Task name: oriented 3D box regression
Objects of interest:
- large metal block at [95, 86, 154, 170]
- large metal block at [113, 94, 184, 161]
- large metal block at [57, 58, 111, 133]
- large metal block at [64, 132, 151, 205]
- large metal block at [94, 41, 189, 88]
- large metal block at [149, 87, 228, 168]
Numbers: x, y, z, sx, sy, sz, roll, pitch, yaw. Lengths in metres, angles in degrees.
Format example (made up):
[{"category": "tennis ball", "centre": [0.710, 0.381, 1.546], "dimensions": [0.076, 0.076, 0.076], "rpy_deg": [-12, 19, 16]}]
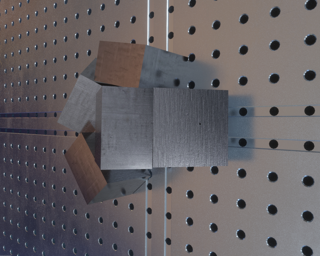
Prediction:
[{"category": "large metal block", "centre": [-0.042, 0.000, 0.338], "dimensions": [0.080, 0.050, 0.080], "rpy_deg": [-179, 91, -74]}, {"category": "large metal block", "centre": [-0.016, -0.002, 0.407], "dimensions": [0.080, 0.050, 0.080], "rpy_deg": [1, 91, 40]}, {"category": "large metal block", "centre": [-0.096, -0.045, 0.446], "dimensions": [0.050, 0.080, 0.080], "rpy_deg": [29, 116, -11]}, {"category": "large metal block", "centre": [-0.073, 0.052, 0.433], "dimensions": [0.050, 0.081, 0.080], "rpy_deg": [-47, 63, 29]}, {"category": "large metal block", "centre": [-0.024, -0.075, 0.394], "dimensions": [0.080, 0.081, 0.050], "rpy_deg": [17, 101, 39]}, {"category": "large metal block", "centre": [0.027, 0.000, 0.341], "dimensions": [0.050, 0.081, 0.080], "rpy_deg": [179, 92, -77]}]
